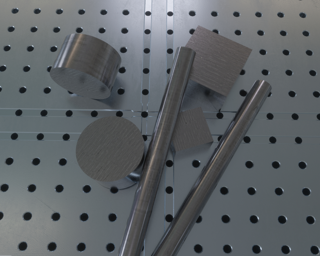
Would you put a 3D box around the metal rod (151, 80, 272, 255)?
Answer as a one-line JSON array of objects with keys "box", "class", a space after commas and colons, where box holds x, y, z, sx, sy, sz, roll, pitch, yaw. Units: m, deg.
[{"box": [0.064, 0.059, 0.390, 0.025, 0.025, 0.300, 31, 73, 10], "class": "metal rod"}]

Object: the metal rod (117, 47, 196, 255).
[{"box": [-0.007, 0.046, 0.366, 0.025, 0.025, 0.299, 15, 81, 5], "class": "metal rod"}]

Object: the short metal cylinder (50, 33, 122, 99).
[{"box": [-0.097, -0.079, 0.411, 0.080, 0.080, 0.050, 13, 71, 5], "class": "short metal cylinder"}]

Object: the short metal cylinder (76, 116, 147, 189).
[{"box": [-0.056, 0.032, 0.383, 0.080, 0.050, 0.080, -1, 69, 4], "class": "short metal cylinder"}]

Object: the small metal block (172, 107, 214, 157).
[{"box": [0.037, 0.005, 0.410, 0.050, 0.025, 0.050, -15, 71, -6], "class": "small metal block"}]

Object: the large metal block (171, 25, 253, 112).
[{"box": [0.068, -0.081, 0.429, 0.080, 0.050, 0.080, 28, 72, 9], "class": "large metal block"}]
